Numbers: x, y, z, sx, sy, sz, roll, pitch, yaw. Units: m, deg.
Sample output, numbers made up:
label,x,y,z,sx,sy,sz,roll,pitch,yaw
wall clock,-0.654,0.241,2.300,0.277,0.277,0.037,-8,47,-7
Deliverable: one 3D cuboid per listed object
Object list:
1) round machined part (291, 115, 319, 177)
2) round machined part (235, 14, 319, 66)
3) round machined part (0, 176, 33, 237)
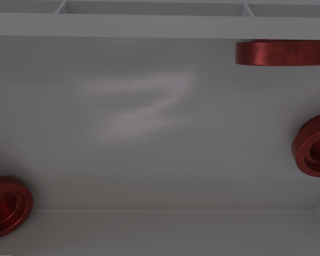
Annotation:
label,x,y,z,sx,sy,sz,roll,pitch,yaw
round machined part,0.227,0.019,0.416,0.099,0.042,0.097,0,130,0
round machined part,0.123,-0.084,0.297,0.099,0.098,0.042,-1,105,1
round machined part,-0.251,0.117,0.473,0.099,0.042,0.097,-23,127,-34
